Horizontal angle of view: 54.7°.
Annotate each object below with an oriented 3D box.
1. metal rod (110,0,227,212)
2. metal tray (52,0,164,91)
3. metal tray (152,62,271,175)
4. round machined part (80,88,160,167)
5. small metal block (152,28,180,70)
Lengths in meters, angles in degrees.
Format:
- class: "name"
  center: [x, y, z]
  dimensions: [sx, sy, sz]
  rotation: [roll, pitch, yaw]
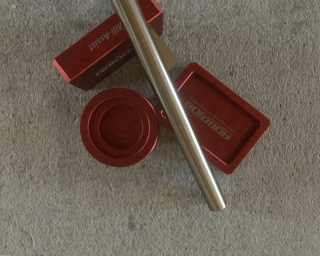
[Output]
- class: "metal rod"
  center: [0.016, -0.021, 0.358]
  dimensions: [0.025, 0.025, 0.299]
  rotation: [-26, 112, 0]
- class: "metal tray"
  center: [-0.057, -0.099, 0.377]
  dimensions: [0.130, 0.090, 0.030]
  rotation: [-37, 90, 0]
- class: "metal tray"
  center: [0.066, -0.012, 0.409]
  dimensions: [0.130, 0.030, 0.090]
  rotation: [38, 90, -1]
- class: "round machined part"
  center: [-0.048, -0.001, 0.398]
  dimensions: [0.099, 0.042, 0.097]
  rotation: [0, 93, 5]
- class: "small metal block"
  center: [-0.005, -0.096, 0.394]
  dimensions: [0.025, 0.050, 0.050]
  rotation: [-43, 105, 2]
